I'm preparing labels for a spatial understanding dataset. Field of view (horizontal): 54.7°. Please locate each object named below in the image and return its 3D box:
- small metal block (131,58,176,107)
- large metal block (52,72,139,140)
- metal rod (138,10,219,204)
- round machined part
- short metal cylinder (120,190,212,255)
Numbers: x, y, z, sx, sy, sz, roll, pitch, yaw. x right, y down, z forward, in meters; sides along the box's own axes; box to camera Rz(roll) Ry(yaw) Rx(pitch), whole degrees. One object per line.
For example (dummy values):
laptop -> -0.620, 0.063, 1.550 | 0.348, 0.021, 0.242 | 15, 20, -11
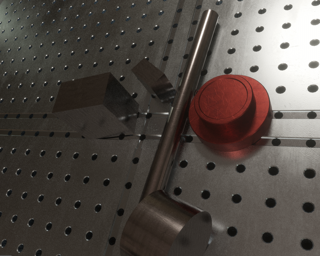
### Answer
small metal block -> -0.007, -0.064, 0.434 | 0.025, 0.050, 0.050 | -44, 51, -2
large metal block -> -0.087, -0.027, 0.433 | 0.080, 0.080, 0.050 | -7, 59, 24
metal rod -> 0.032, -0.040, 0.414 | 0.025, 0.025, 0.300 | 5, 64, 30
round machined part -> 0.080, -0.025, 0.370 | 0.098, 0.042, 0.098 | -13, 56, 20
short metal cylinder -> 0.008, 0.108, 0.302 | 0.050, 0.080, 0.080 | 20, 73, 35
